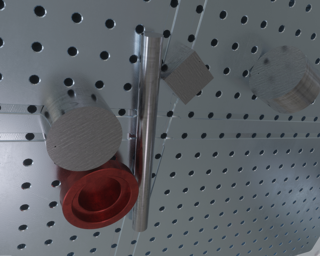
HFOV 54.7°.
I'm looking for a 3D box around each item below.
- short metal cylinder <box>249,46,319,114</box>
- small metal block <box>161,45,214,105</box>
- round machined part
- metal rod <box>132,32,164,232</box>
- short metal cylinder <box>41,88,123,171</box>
[{"bbox_3d":[0.173,-0.066,0.429,0.050,0.080,0.080,27,104,-37],"label":"short metal cylinder"},{"bbox_3d":[0.031,-0.066,0.388,0.050,0.025,0.050,-44,130,2],"label":"small metal block"},{"bbox_3d":[-0.081,0.081,0.407,0.099,0.042,0.097,-14,124,-21],"label":"round machined part"},{"bbox_3d":[-0.020,0.026,0.416,0.025,0.025,0.298,-9,123,-24],"label":"metal rod"},{"bbox_3d":[-0.089,0.001,0.348,0.081,0.050,0.079,-14,124,-21],"label":"short metal cylinder"}]
